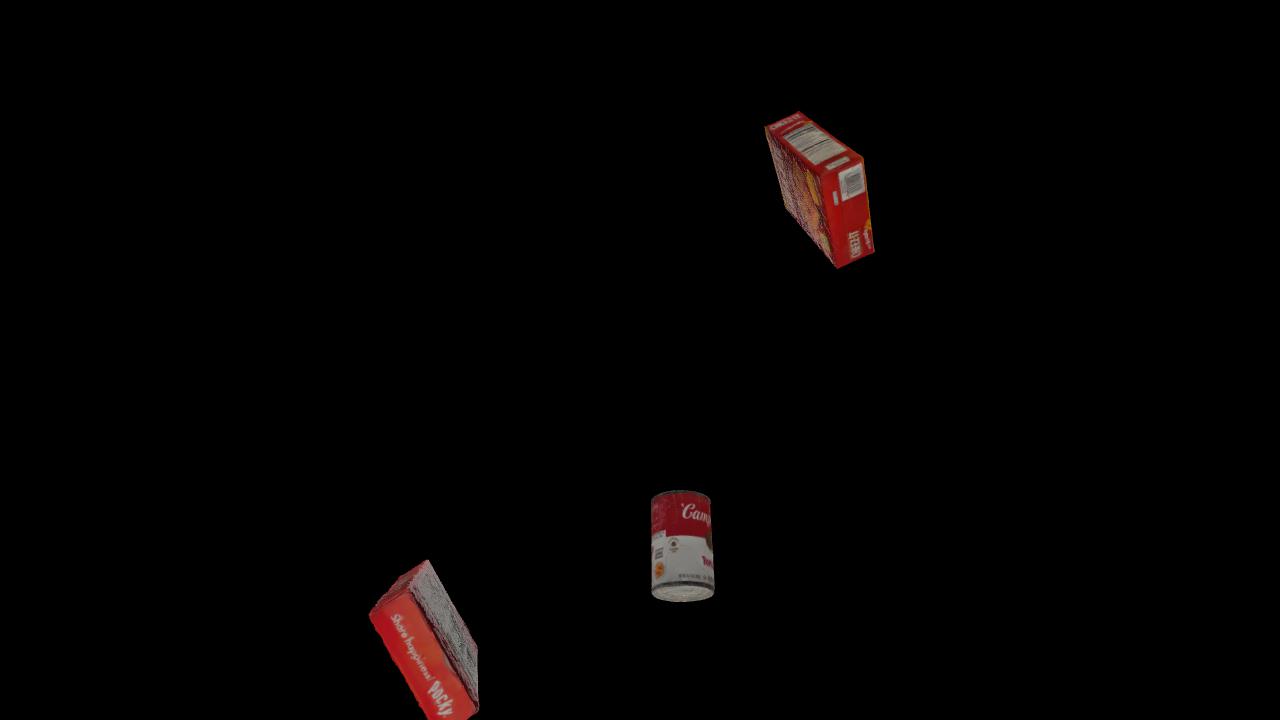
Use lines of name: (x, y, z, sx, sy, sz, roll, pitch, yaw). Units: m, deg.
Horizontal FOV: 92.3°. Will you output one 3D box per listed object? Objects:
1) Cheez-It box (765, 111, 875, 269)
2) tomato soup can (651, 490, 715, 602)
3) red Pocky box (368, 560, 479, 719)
Cheez-It box: (0.279, -0.272, 0.965, 0.071, 0.166, 0.223, -23, 40, 5)
tomato soup can: (0.045, 0.200, 0.661, 0.068, 0.101, 0.068, 1, -34, 1)
red Pocky box: (-0.140, 0.183, 0.413, 0.028, 0.083, 0.155, -29, -3, -19)
